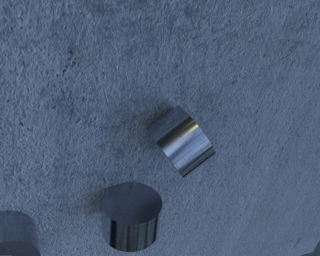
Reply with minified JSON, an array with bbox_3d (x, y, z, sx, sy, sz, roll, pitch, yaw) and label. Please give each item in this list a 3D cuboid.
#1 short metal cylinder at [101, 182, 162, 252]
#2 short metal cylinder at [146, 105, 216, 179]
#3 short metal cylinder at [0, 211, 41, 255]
[{"bbox_3d":[-0.039,0.120,0.424,0.081,0.080,0.050,-8,122,-24],"label":"short metal cylinder"},{"bbox_3d":[0.026,0.018,0.396,0.050,0.080,0.080,-37,129,-3],"label":"short metal cylinder"},{"bbox_3d":[-0.191,0.149,0.378,0.081,0.050,0.079,-14,124,-21],"label":"short metal cylinder"}]
